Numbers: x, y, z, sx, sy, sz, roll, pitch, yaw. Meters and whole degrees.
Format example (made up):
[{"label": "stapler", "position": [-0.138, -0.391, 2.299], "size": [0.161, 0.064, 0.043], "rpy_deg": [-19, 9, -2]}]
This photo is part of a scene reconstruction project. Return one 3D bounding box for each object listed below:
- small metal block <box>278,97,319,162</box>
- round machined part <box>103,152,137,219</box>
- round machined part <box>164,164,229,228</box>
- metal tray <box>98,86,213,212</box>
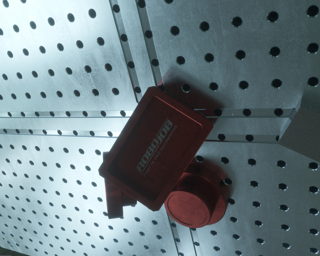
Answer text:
[{"label": "small metal block", "position": [0.161, 0.003, 0.328], "size": [0.050, 0.025, 0.050], "rpy_deg": [26, 128, 12]}, {"label": "round machined part", "position": [-0.059, 0.082, 0.458], "size": [0.042, 0.098, 0.097], "rpy_deg": [-5, 123, -9]}, {"label": "round machined part", "position": [0.045, 0.102, 0.440], "size": [0.098, 0.042, 0.097], "rpy_deg": [13, 124, 21]}, {"label": "metal tray", "position": [-0.005, 0.025, 0.385], "size": [0.090, 0.030, 0.129], "rpy_deg": [33, 98, 6]}]
